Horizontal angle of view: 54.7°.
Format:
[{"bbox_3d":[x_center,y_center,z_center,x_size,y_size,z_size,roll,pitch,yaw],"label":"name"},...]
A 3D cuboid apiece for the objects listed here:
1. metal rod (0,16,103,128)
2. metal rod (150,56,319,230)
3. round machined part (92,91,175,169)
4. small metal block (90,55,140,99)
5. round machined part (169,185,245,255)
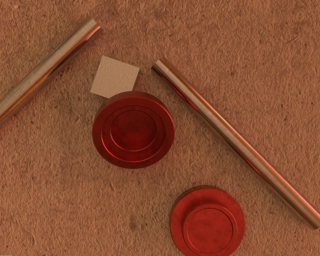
[{"bbox_3d":[-0.193,-0.035,0.408,0.300,0.025,0.025,-44,90,0],"label":"metal rod"},{"bbox_3d":[0.103,0.020,0.410,0.300,0.025,0.025,45,90,0],"label":"metal rod"},{"bbox_3d":[-0.033,-0.001,0.389,0.099,0.042,0.097,-3,116,-6],"label":"round machined part"},{"bbox_3d":[-0.058,-0.062,0.409,0.050,0.025,0.050,19,90,0],"label":"small metal block"},{"bbox_3d":[0.062,0.127,0.402,0.099,0.042,0.097,0,90,0],"label":"round machined part"}]
